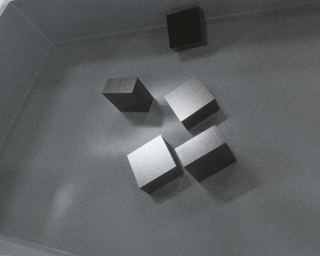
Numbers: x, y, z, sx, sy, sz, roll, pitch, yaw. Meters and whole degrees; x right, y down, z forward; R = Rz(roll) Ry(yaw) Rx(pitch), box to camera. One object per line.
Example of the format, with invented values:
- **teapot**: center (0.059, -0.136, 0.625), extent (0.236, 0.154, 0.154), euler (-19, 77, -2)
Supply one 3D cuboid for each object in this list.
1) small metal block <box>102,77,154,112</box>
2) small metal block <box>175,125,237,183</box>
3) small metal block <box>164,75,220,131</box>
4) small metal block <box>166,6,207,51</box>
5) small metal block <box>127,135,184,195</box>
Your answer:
- **small metal block**: center (-0.045, -0.046, 0.440), extent (0.050, 0.050, 0.025), euler (3, 63, 29)
- **small metal block**: center (0.052, 0.030, 0.343), extent (0.050, 0.050, 0.025), euler (-32, 52, 7)
- **small metal block**: center (0.041, -0.033, 0.403), extent (0.050, 0.025, 0.050), euler (-35, 52, 5)
- **small metal block**: center (0.040, -0.145, 0.459), extent (0.050, 0.025, 0.050), euler (-7, 89, 24)
- **small metal block**: center (-0.006, 0.045, 0.380), extent (0.050, 0.025, 0.050), euler (-32, 52, 7)
